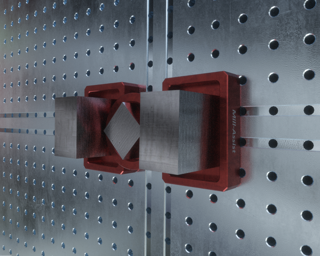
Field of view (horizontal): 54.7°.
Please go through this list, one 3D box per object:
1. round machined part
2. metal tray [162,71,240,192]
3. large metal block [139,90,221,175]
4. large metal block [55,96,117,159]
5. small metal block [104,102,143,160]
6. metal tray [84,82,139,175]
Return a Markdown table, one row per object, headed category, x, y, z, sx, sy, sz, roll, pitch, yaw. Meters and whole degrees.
| category | x | y | z | sx | sy | sz | roll | pitch | yaw |
| --- | --- | --- | --- | --- | --- | --- | --- | --- | --- |
| round machined part | -0.023 | 0.004 | 0.406 | 0.098 | 0.042 | 0.097 | 0 | 90 | 40 |
| metal tray | 0.046 | 0.003 | 0.367 | 0.090 | 0.030 | 0.129 | 0 | 90 | 40 |
| large metal block | 0.024 | 0.003 | 0.336 | 0.050 | 0.081 | 0.079 | 2 | 91 | 40 |
| large metal block | -0.099 | -0.001 | 0.438 | 0.050 | 0.081 | 0.080 | 1 | 91 | 40 |
| small metal block | -0.038 | 0.003 | 0.388 | 0.050 | 0.025 | 0.050 | 52 | 120 | 27 |
| metal tray | -0.075 | 0.000 | 0.467 | 0.090 | 0.030 | 0.129 | 1 | 90 | 40 |
